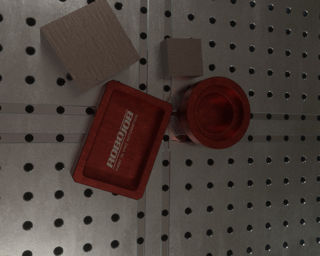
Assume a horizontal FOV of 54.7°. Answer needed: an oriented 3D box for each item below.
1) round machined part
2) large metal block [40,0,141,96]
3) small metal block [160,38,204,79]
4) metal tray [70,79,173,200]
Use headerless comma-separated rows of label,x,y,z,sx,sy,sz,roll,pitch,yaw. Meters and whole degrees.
round machined part,0.073,-0.020,0.432,0.099,0.042,0.097,0,90,-21
large metal block,-0.083,-0.094,0.369,0.080,0.050,0.080,-34,101,-17
small metal block,0.030,-0.095,0.425,0.050,0.025,0.050,-5,92,-20
metal tray,-0.047,0.016,0.393,0.091,0.030,0.129,22,83,-19
